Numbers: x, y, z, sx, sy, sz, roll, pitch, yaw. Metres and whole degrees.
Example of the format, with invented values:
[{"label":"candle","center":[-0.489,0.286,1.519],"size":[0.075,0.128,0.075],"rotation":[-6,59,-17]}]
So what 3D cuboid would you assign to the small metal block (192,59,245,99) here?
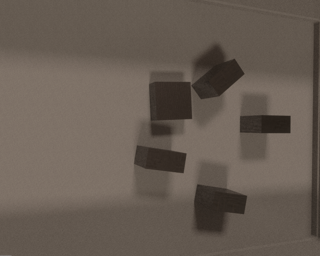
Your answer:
[{"label":"small metal block","center":[0.079,-0.066,0.428],"size":[0.050,0.050,0.025],"rotation":[-41,103,-16]}]

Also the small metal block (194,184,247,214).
[{"label":"small metal block","center":[0.083,0.098,0.430],"size":[0.050,0.050,0.025],"rotation":[12,86,-20]}]

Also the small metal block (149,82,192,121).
[{"label":"small metal block","center":[0.014,-0.036,0.417],"size":[0.050,0.025,0.050],"rotation":[-3,91,-20]}]

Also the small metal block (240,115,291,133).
[{"label":"small metal block","center":[0.154,-0.005,0.456],"size":[0.050,0.050,0.025],"rotation":[0,90,-20]}]

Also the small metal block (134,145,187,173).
[{"label":"small metal block","center":[-0.001,0.040,0.398],"size":[0.050,0.050,0.025],"rotation":[10,87,-20]}]
